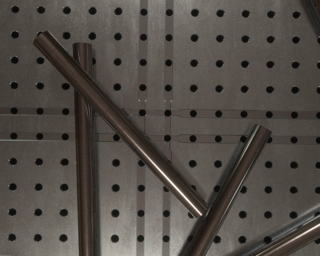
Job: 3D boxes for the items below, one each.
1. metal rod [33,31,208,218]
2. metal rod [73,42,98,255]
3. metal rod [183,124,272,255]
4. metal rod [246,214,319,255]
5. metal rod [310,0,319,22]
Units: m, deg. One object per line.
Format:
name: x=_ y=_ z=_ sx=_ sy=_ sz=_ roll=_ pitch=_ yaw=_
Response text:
metal rod: x=-0.045 y=0.000 z=0.396 sx=0.025 sy=0.025 sz=0.300 roll=-42 pitch=97 yaw=0
metal rod: x=-0.099 y=0.039 z=0.412 sx=0.025 sy=0.025 sz=0.298 roll=-2 pitch=90 yaw=-1
metal rod: x=0.067 y=0.132 z=0.414 sx=0.025 sy=0.025 sz=0.299 roll=29 pitch=90 yaw=-1
metal rod: x=0.182 y=0.149 z=0.415 sx=0.301 sy=0.025 sz=0.025 roll=-29 pitch=90 yaw=-1
metal rod: x=0.264 y=-0.073 z=0.416 sx=0.025 sy=0.025 sz=0.299 roll=-26 pitch=90 yaw=0
